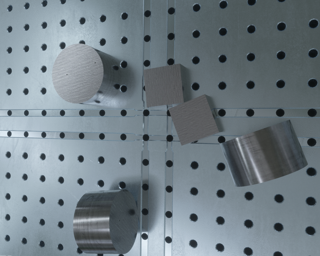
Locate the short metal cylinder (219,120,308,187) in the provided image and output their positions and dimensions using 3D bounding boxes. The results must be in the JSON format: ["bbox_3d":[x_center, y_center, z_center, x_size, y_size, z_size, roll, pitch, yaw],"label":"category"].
[{"bbox_3d":[0.113,0.028,0.343,0.080,0.080,0.050,-21,83,19],"label":"short metal cylinder"}]

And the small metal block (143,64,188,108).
[{"bbox_3d":[0.008,-0.054,0.410,0.050,0.025,0.050,-6,88,19],"label":"small metal block"}]

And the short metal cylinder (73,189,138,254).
[{"bbox_3d":[-0.069,0.123,0.407,0.050,0.080,0.080,-8,88,20],"label":"short metal cylinder"}]

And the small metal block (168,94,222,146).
[{"bbox_3d":[0.045,-0.010,0.396,0.050,0.025,0.050,-21,83,18],"label":"small metal block"}]

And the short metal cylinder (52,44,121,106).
[{"bbox_3d":[-0.102,-0.073,0.435,0.080,0.050,0.079,0,90,20],"label":"short metal cylinder"}]
